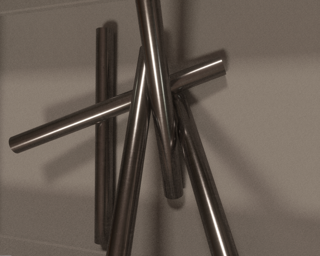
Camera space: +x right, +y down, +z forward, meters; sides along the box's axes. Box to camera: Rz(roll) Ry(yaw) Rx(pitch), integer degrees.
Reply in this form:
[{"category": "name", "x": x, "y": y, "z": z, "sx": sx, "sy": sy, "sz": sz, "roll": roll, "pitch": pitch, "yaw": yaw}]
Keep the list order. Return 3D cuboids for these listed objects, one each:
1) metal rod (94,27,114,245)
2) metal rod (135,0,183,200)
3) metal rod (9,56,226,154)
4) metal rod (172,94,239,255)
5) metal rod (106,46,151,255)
[{"category": "metal rod", "x": -0.079, "y": 0.011, "z": 0.436, "sx": 0.025, "sy": 0.025, "sz": 0.298, "roll": 0, "pitch": 90, "yaw": 19}, {"category": "metal rod", "x": -0.001, "y": -0.050, "z": 0.347, "sx": 0.025, "sy": 0.025, "sz": 0.298, "roll": 1, "pitch": 115, "yaw": 20}, {"category": "metal rod", "x": -0.062, "y": -0.027, "z": 0.407, "sx": 0.301, "sy": 0.025, "sz": 0.025, "roll": -20, "pitch": 83, "yaw": 9}, {"category": "metal rod", "x": 0.053, "y": 0.084, "z": 0.321, "sx": 0.025, "sy": 0.025, "sz": 0.299, "roll": -26, "pitch": 55, "yaw": 18}, {"category": "metal rod", "x": -0.031, "y": 0.043, "z": 0.344, "sx": 0.025, "sy": 0.025, "sz": 0.299, "roll": 1, "pitch": 71, "yaw": 19}]
